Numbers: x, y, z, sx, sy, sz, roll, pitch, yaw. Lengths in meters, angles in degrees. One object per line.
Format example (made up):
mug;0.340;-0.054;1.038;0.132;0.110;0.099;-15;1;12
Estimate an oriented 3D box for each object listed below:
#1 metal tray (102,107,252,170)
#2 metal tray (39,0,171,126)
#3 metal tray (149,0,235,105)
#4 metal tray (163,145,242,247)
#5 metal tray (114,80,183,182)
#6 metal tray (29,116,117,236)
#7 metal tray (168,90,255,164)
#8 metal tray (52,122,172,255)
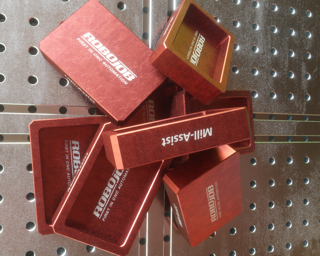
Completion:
metal tray;0.012;0.007;0.314;0.131;0.090;0.030;-12;94;-15
metal tray;-0.063;-0.077;0.369;0.130;0.030;0.090;43;76;1
metal tray;0.047;-0.101;0.391;0.090;0.030;0.130;35;46;-16
metal tray;0.060;0.087;0.396;0.090;0.030;0.129;-30;133;-17
metal tray;-0.012;0.000;0.405;0.091;0.030;0.129;-5;90;-22
metal tray;-0.103;0.053;0.372;0.091;0.030;0.129;-5;91;-21
metal tray;0.074;-0.005;0.417;0.131;0.030;0.090;-5;92;-37
metal tray;-0.053;0.069;0.358;0.090;0.030;0.130;28;81;-18
